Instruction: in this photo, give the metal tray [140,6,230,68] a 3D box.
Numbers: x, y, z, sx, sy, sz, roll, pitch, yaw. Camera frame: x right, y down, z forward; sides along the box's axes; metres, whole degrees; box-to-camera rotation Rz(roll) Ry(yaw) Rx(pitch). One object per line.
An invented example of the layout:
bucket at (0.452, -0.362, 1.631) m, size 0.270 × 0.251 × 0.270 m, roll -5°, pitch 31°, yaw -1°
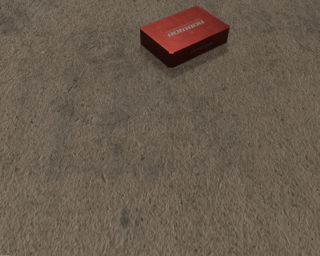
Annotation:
metal tray at (0.043, -0.161, 0.536) m, size 0.131 × 0.030 × 0.090 m, roll -29°, pitch 56°, yaw -23°
